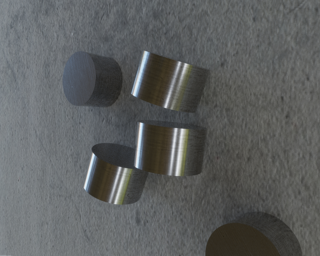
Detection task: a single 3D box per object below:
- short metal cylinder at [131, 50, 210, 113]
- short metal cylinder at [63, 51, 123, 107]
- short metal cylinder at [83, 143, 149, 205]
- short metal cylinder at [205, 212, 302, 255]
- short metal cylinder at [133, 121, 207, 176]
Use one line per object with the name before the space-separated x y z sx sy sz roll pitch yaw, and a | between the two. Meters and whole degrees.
short metal cylinder | 0.012 -0.054 0.358 0.080 0.081 0.050 27 107 36
short metal cylinder | -0.103 -0.072 0.471 0.080 0.050 0.079 0 90 39
short metal cylinder | -0.057 0.059 0.414 0.080 0.081 0.050 27 107 36
short metal cylinder | 0.093 0.130 0.311 0.080 0.050 0.079 0 90 39
short metal cylinder | 0.011 0.021 0.358 0.080 0.081 0.050 11 97 39
